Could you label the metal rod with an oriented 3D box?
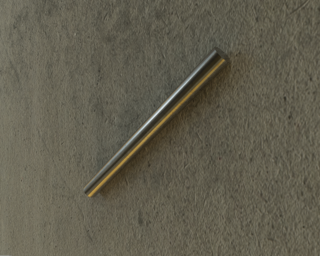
[{"bbox_3d":[-0.021,0.009,0.422,0.299,0.025,0.025,-45,63,30],"label":"metal rod"}]
